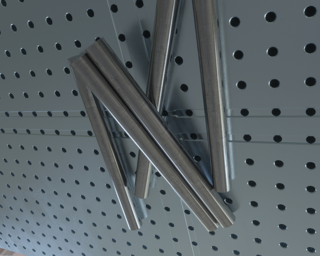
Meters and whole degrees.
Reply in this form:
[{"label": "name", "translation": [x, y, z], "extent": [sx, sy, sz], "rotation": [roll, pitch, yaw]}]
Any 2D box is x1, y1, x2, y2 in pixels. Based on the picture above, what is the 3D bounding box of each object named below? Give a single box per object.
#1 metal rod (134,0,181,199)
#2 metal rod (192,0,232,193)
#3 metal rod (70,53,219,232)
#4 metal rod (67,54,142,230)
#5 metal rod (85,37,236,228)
[{"label": "metal rod", "translation": [-0.009, -0.019, 0.402], "extent": [0.025, 0.025, 0.298], "rotation": [20, 126, 16]}, {"label": "metal rod", "translation": [0.059, -0.052, 0.347], "extent": [0.025, 0.025, 0.298], "rotation": [4, 120, 26]}, {"label": "metal rod", "translation": [-0.007, 0.032, 0.404], "extent": [0.025, 0.025, 0.300], "rotation": [-21, 116, 36]}, {"label": "metal rod", "translation": [-0.076, 0.037, 0.472], "extent": [0.025, 0.025, 0.298], "rotation": [0, 119, 28]}, {"label": "metal rod", "translation": [0.012, 0.020, 0.390], "extent": [0.025, 0.025, 0.300], "rotation": [-22, 115, 36]}]
